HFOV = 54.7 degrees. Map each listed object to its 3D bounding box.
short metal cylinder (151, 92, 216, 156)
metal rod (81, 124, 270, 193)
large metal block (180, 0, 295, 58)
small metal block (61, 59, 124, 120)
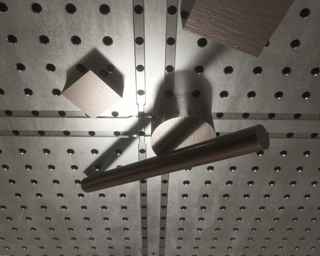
[{"bbox_3d":[0.029,0.001,0.397,0.081,0.050,0.079,0,130,0],"label":"short metal cylinder"},{"bbox_3d":[-0.008,0.049,0.390,0.299,0.025,0.025,-21,130,41],"label":"metal rod"},{"bbox_3d":[0.073,-0.124,0.290,0.081,0.050,0.079,16,128,-14],"label":"large metal block"},{"bbox_3d":[-0.080,-0.045,0.372,0.050,0.025,0.050,-32,124,24],"label":"small metal block"}]
